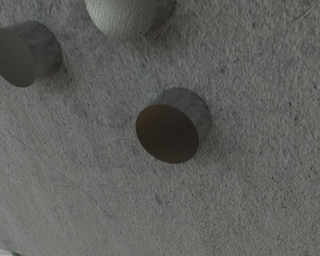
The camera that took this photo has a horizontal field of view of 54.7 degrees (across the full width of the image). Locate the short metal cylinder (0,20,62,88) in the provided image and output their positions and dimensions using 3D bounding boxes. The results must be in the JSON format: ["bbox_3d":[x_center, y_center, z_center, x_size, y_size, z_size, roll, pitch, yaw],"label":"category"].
[{"bbox_3d":[-0.184,-0.102,0.425,0.080,0.050,0.079,13,124,21],"label":"short metal cylinder"}]

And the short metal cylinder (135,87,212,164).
[{"bbox_3d":[0.017,-0.003,0.379,0.080,0.050,0.079,13,124,21],"label":"short metal cylinder"}]

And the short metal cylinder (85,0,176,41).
[{"bbox_3d":[-0.030,-0.136,0.322,0.080,0.050,0.079,13,124,21],"label":"short metal cylinder"}]
